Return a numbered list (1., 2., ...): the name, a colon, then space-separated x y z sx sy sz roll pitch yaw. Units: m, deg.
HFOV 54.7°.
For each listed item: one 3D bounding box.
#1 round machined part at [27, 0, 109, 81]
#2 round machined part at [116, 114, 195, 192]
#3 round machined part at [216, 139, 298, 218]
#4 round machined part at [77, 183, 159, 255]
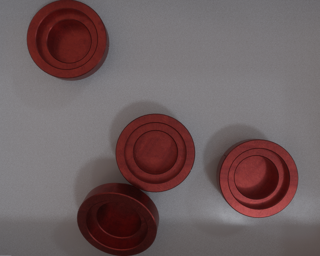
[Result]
1. round machined part: -0.115 -0.110 0.402 0.099 0.042 0.097 0 90 0
2. round machined part: -0.005 0.031 0.403 0.099 0.042 0.097 0 90 0
3. round machined part: 0.122 0.063 0.404 0.099 0.042 0.097 0 90 0
4. round machined part: -0.050 0.109 0.390 0.098 0.042 0.097 3 115 7
